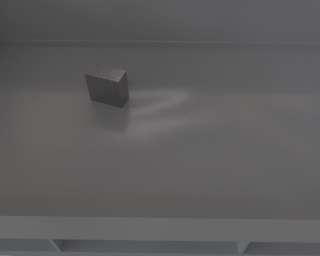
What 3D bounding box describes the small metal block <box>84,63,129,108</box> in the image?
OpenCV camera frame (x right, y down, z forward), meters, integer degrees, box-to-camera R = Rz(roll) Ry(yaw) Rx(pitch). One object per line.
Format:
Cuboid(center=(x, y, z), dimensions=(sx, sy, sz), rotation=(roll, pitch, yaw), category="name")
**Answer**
Cuboid(center=(-0.074, -0.060, 0.439), dimensions=(0.050, 0.050, 0.025), rotation=(15, 52, 12), category="small metal block")
